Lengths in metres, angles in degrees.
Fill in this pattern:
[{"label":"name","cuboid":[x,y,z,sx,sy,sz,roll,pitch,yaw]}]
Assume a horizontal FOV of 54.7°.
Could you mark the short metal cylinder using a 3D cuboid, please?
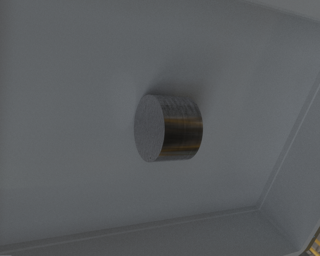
[{"label":"short metal cylinder","cuboid":[0.008,0.001,0.376,0.050,0.080,0.079,0,118,-29]}]
